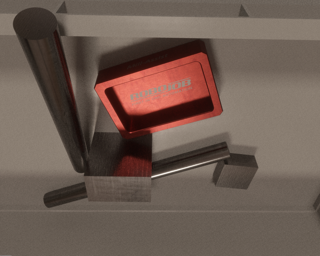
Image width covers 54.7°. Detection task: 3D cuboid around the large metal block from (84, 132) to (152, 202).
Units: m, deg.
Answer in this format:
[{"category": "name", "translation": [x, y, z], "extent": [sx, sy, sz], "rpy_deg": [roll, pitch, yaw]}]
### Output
[{"category": "large metal block", "translation": [-0.051, 0.051, 0.416], "extent": [0.081, 0.080, 0.050], "rpy_deg": [1, 130, -2]}]

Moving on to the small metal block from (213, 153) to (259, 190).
[{"category": "small metal block", "translation": [0.113, 0.065, 0.466], "extent": [0.050, 0.025, 0.050], "rpy_deg": [7, 130, -6]}]

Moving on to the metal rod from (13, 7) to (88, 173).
[{"category": "metal rod", "translation": [-0.095, -0.004, 0.321], "extent": [0.025, 0.025, 0.299], "rpy_deg": [6, 156, -6]}]

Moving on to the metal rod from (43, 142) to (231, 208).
[{"category": "metal rod", "translation": [-0.043, 0.075, 0.472], "extent": [0.301, 0.025, 0.025], "rpy_deg": [-17, 128, 13]}]

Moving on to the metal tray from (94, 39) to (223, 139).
[{"category": "metal tray", "translation": [0.001, -0.042, 0.370], "extent": [0.130, 0.030, 0.090], "rpy_deg": [-15, 129, 12]}]
